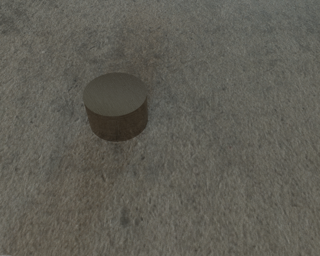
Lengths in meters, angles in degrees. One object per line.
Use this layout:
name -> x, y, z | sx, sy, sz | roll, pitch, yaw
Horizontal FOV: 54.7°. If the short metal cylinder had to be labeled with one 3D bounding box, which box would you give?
short metal cylinder -> -0.057, -0.028, 0.410 | 0.081, 0.050, 0.080 | 0, 50, 0
